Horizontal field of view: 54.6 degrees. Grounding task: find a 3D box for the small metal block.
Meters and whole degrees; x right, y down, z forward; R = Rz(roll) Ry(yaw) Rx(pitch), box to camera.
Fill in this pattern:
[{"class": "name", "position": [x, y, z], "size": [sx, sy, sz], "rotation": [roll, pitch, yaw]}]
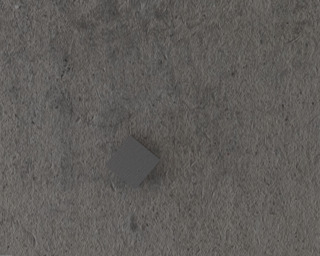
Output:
[{"class": "small metal block", "position": [-0.035, 0.044, 0.410], "size": [0.050, 0.025, 0.050], "rotation": [40, 90, 0]}]
